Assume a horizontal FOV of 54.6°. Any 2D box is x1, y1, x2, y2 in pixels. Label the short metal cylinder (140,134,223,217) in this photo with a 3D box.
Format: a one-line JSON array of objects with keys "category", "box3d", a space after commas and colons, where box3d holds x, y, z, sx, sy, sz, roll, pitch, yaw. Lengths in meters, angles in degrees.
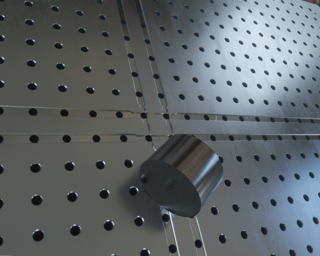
[{"category": "short metal cylinder", "box3d": [0.024, 0.054, 0.353, 0.080, 0.080, 0.050, 45, 51, 3]}]
